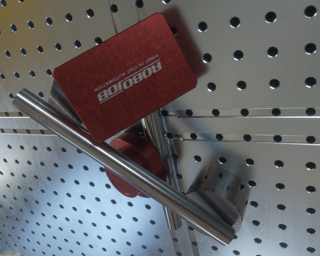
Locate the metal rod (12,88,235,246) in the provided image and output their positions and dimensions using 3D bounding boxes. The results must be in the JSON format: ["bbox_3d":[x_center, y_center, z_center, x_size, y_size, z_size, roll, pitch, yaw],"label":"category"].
[{"bbox_3d":[-0.038,0.050,0.369,0.301,0.025,0.025,35,129,-6],"label":"metal rod"}]

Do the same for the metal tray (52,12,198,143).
[{"bbox_3d":[-0.036,-0.055,0.341,0.131,0.030,0.090,-31,105,-6],"label":"metal tray"}]

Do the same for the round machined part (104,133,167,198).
[{"bbox_3d":[-0.041,0.059,0.436,0.098,0.042,0.097,27,134,32],"label":"round machined part"}]

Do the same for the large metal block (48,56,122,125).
[{"bbox_3d":[-0.097,-0.039,0.402,0.050,0.080,0.079,36,129,4],"label":"large metal block"}]

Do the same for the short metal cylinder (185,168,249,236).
[{"bbox_3d":[0.075,0.101,0.418,0.080,0.050,0.079,13,124,20],"label":"short metal cylinder"}]

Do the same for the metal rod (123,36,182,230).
[{"bbox_3d":[-0.005,0.022,0.426,0.025,0.025,0.298,2,120,27],"label":"metal rod"}]
